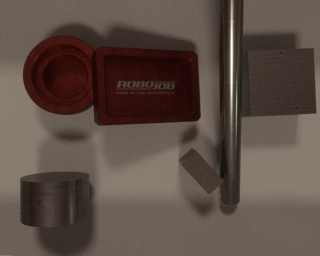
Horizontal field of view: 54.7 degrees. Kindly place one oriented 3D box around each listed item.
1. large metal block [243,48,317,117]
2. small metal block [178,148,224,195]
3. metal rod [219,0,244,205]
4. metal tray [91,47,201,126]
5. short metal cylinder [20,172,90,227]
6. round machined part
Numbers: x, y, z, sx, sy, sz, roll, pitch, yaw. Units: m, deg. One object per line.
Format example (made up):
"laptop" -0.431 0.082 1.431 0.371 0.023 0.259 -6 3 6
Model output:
"large metal block" 0.148 -0.056 0.401 0.081 0.050 0.079 -2 90 -1
"small metal block" 0.052 0.054 0.400 0.025 0.050 0.050 -43 91 0
"metal rod" 0.081 -0.040 0.355 0.025 0.025 0.298 -6 113 0
"metal tray" -0.015 -0.050 0.386 0.131 0.030 0.089 -3 90 -22
"short metal cylinder" -0.128 0.085 0.382 0.081 0.080 0.050 0 90 -1
"round machined part" -0.119 -0.065 0.401 0.099 0.042 0.097 0 90 -1
